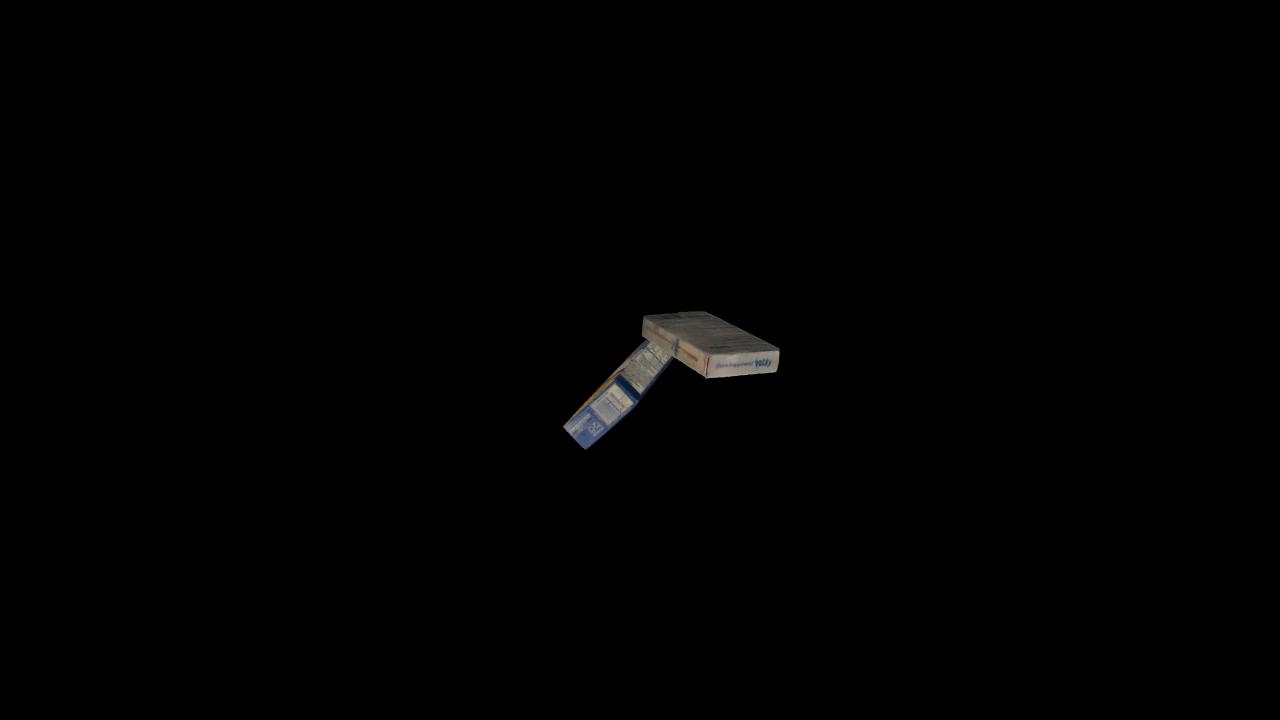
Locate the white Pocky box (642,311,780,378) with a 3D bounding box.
[{"bbox_3d":[0.070,-0.020,0.653,0.084,0.028,0.154,-5,20,-23],"label":"white Pocky box"}]

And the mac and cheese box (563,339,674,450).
[{"bbox_3d":[-0.009,0.022,0.701,0.093,0.041,0.184,-45,2,31],"label":"mac and cheese box"}]
